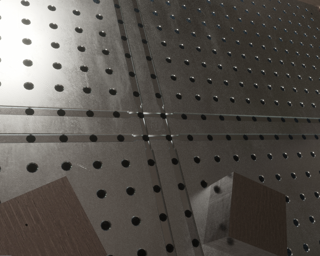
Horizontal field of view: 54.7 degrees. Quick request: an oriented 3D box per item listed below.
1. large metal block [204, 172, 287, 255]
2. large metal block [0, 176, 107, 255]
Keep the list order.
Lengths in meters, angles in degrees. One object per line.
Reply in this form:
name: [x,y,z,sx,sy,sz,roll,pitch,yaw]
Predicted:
large metal block: [0.106,0.112,0.383,0.080,0.050,0.080,25,53,-14]
large metal block: [-0.107,0.101,0.273,0.081,0.050,0.080,-22,74,-36]
